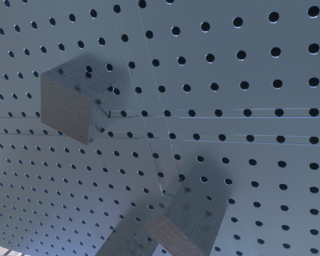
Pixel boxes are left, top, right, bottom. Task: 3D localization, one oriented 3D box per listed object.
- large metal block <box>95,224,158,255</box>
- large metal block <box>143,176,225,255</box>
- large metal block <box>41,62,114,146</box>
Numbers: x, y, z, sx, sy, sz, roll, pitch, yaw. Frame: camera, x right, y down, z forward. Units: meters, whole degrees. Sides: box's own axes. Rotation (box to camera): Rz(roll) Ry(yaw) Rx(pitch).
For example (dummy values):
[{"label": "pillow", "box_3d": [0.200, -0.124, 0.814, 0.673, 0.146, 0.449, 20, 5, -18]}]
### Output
[{"label": "large metal block", "box_3d": [-0.063, 0.222, 0.546, 0.080, 0.080, 0.050, -24, 105, 36]}, {"label": "large metal block", "box_3d": [0.036, 0.131, 0.438, 0.080, 0.080, 0.050, 44, 129, -3]}, {"label": "large metal block", "box_3d": [-0.118, -0.034, 0.437, 0.080, 0.050, 0.079, 25, 128, 12]}]
